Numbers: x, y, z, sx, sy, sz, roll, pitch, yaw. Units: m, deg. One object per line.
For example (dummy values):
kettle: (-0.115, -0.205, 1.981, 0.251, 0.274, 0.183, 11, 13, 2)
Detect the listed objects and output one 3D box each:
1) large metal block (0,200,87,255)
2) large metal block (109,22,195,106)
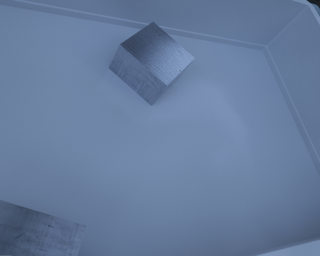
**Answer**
large metal block: (-0.114, 0.100, 0.248, 0.080, 0.080, 0.050, 23, 54, -15)
large metal block: (-0.011, -0.092, 0.440, 0.080, 0.050, 0.080, 41, 51, 0)
